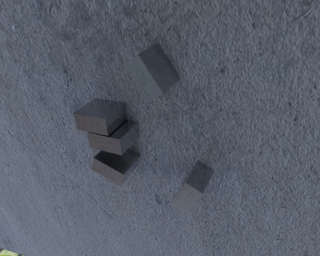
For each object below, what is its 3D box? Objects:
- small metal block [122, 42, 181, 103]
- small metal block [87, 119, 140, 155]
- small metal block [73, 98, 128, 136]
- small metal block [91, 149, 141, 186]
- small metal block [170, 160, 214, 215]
[{"bbox_3d":[-0.008,-0.064,0.355,0.025,0.050,0.050,-24,105,37],"label":"small metal block"},{"bbox_3d":[-0.063,0.009,0.430,0.050,0.050,0.025,11,123,22],"label":"small metal block"},{"bbox_3d":[-0.080,-0.016,0.423,0.050,0.050,0.025,10,123,23],"label":"small metal block"},{"bbox_3d":[-0.064,0.050,0.456,0.050,0.050,0.025,28,128,10],"label":"small metal block"},{"bbox_3d":[0.044,0.080,0.417,0.025,0.050,0.050,33,129,7],"label":"small metal block"}]
